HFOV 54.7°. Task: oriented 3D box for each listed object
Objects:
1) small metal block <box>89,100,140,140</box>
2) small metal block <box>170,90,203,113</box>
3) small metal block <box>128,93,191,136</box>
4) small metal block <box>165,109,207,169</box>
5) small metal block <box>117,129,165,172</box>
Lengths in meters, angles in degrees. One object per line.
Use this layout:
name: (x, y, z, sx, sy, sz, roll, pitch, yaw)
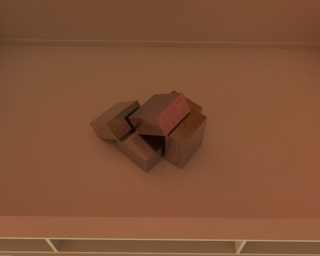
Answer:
small metal block: (-0.054, -0.010, 0.395, 0.050, 0.025, 0.050, -41, 23, -28)
small metal block: (0.021, -0.018, 0.418, 0.050, 0.025, 0.050, 35, 58, 25)
small metal block: (-0.001, -0.017, 0.369, 0.050, 0.025, 0.050, 3, 40, 48)
small metal block: (0.031, 0.013, 0.376, 0.025, 0.050, 0.050, 29, 56, 21)
small metal block: (-0.018, 0.019, 0.387, 0.050, 0.025, 0.050, 35, 58, 25)
